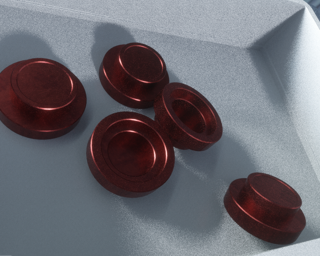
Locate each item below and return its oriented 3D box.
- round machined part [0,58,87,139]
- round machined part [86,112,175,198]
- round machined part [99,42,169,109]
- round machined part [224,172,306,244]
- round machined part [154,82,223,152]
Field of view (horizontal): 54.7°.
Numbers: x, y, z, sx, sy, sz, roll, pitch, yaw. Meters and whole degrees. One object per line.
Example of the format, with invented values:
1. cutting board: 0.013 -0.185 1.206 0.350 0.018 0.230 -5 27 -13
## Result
1. round machined part: -0.132 -0.040 0.349 0.099 0.042 0.098 14 56 -21
2. round machined part: -0.036 0.033 0.356 0.099 0.042 0.098 14 56 -21
3. round machined part: -0.031 -0.079 0.428 0.099 0.042 0.098 14 56 -21
4. round machined part: 0.133 0.092 0.384 0.099 0.042 0.098 16 24 -7
5. round machined part: 0.032 -0.010 0.410 0.099 0.042 0.098 25 41 -24
